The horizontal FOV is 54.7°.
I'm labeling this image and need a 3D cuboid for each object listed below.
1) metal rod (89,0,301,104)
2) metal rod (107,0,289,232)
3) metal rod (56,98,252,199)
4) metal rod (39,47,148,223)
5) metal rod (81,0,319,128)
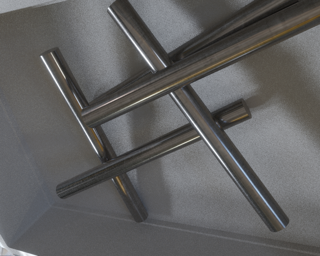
[{"bbox_3d":[0.008,-0.071,0.360,0.299,0.025,0.025,-24,106,36],"label":"metal rod"},{"bbox_3d":[0.044,-0.011,0.338,0.025,0.025,0.299,-34,95,38],"label":"metal rod"},{"bbox_3d":[-0.026,0.037,0.408,0.300,0.025,0.025,-26,105,25],"label":"metal rod"},{"bbox_3d":[-0.083,0.028,0.444,0.025,0.025,0.299,-4,124,30],"label":"metal rod"},{"bbox_3d":[0.051,-0.066,0.291,0.300,0.025,0.025,-23,107,20],"label":"metal rod"}]
